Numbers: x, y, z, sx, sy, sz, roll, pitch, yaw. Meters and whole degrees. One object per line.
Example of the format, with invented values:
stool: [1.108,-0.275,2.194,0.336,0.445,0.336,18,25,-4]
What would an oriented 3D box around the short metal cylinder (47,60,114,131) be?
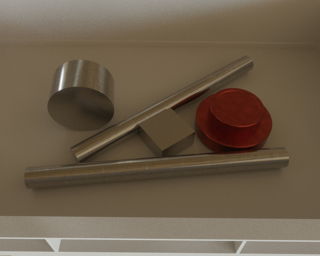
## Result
short metal cylinder: [-0.100,-0.041,0.401,0.081,0.080,0.050,-4,50,-4]

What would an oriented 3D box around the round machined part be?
round machined part: [0.097,-0.015,0.404,0.099,0.042,0.098,0,50,0]

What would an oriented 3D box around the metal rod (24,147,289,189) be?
metal rod: [0.000,0.046,0.364,0.302,0.025,0.025,-4,50,-4]

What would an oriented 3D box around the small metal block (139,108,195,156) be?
small metal block: [0.008,0.008,0.396,0.050,0.025,0.050,-29,56,-22]

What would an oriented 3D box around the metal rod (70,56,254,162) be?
metal rod: [0.018,-0.034,0.432,0.302,0.025,0.025,-30,56,-23]
